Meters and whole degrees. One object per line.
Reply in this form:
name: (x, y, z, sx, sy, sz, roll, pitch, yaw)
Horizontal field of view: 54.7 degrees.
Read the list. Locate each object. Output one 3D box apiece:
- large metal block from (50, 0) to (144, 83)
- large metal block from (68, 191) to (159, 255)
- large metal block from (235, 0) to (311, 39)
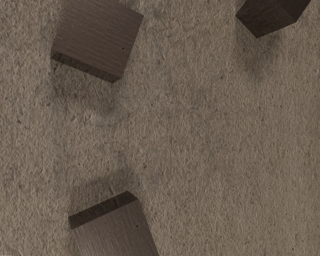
large metal block: (-0.075, -0.108, 0.368, 0.080, 0.050, 0.080, 21, 83, -19)
large metal block: (-0.056, 0.134, 0.376, 0.081, 0.050, 0.080, -21, 98, -19)
large metal block: (0.169, -0.185, 0.444, 0.050, 0.080, 0.080, 40, 77, -16)
